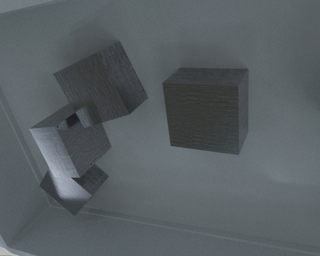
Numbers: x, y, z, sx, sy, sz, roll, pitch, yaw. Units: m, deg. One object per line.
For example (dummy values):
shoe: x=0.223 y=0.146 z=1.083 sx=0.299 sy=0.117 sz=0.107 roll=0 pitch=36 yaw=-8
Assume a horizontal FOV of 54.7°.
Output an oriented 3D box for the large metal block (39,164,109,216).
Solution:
large metal block: x=-0.146 y=0.090 z=0.526 sx=0.080 sy=0.050 sz=0.080 roll=41 pitch=129 yaw=0

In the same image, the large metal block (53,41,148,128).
large metal block: x=-0.075 y=-0.054 z=0.399 sx=0.080 sy=0.050 sz=0.080 roll=-14 pitch=111 yaw=34

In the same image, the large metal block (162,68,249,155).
large metal block: x=0.054 y=-0.021 z=0.351 sx=0.080 sy=0.050 sz=0.079 roll=6 pitch=121 yaw=25

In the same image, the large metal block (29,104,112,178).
large metal block: x=-0.125 y=0.015 z=0.449 sx=0.050 sy=0.080 sz=0.080 roll=-4 pitch=116 yaw=30
